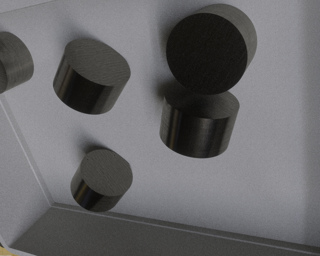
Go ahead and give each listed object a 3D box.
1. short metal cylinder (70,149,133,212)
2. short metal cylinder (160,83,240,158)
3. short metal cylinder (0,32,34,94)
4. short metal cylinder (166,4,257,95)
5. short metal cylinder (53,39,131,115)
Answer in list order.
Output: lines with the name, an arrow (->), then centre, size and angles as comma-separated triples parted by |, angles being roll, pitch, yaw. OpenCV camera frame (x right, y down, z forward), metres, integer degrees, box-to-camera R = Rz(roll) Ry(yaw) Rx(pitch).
short metal cylinder -> -0.088, 0.079, 0.469 | 0.080, 0.080, 0.050 | 38, 129, 2
short metal cylinder -> 0.042, -0.011, 0.344 | 0.080, 0.080, 0.050 | 19, 126, 17
short metal cylinder -> -0.237, -0.096, 0.458 | 0.080, 0.050, 0.079 | 13, 124, 21
short metal cylinder -> 0.053, -0.080, 0.315 | 0.080, 0.050, 0.079 | 13, 124, 21
short metal cylinder -> -0.083, -0.063, 0.378 | 0.080, 0.080, 0.050 | 39, 129, 2
